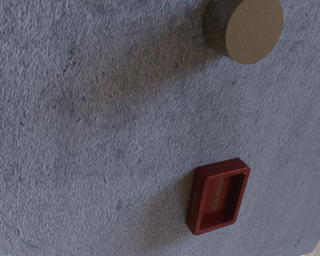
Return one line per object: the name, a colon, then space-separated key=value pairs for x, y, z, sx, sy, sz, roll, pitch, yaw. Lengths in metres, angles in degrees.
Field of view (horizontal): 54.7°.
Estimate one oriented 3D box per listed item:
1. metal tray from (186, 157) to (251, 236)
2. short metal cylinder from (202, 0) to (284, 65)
metal tray: x=0.097 y=0.118 z=0.529 sx=0.091 sy=0.030 sz=0.129 roll=-9 pitch=122 yaw=-24
short metal cylinder: x=0.097 y=-0.122 z=0.368 sx=0.081 sy=0.050 sz=0.079 roll=-14 pitch=124 yaw=-21
